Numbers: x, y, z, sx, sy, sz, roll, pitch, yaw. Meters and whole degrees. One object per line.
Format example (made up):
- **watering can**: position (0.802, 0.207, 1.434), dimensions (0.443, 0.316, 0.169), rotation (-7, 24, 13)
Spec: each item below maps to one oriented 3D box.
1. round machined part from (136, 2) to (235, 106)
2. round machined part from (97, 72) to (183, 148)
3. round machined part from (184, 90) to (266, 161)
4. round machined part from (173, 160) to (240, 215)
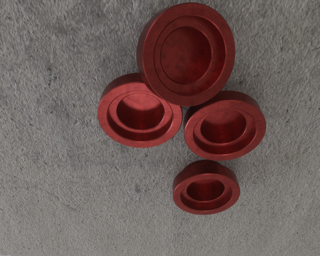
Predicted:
- **round machined part**: position (0.023, -0.074, 0.315), dimensions (0.099, 0.042, 0.097), rotation (-6, 108, -20)
- **round machined part**: position (-0.023, -0.025, 0.374), dimensions (0.099, 0.042, 0.097), rotation (0, 130, 0)
- **round machined part**: position (0.079, -0.007, 0.390), dimensions (0.099, 0.042, 0.097), rotation (0, 130, 0)
- **round machined part**: position (0.068, 0.086, 0.470), dimensions (0.099, 0.042, 0.097), rotation (0, 130, 0)
